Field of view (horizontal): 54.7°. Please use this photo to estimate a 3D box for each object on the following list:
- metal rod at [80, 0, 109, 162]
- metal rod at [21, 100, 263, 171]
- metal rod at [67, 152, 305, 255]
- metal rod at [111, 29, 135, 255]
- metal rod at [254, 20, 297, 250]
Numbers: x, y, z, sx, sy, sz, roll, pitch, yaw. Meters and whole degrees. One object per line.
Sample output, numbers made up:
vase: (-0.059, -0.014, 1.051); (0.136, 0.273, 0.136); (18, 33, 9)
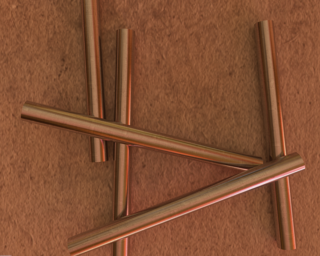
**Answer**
metal rod: (-0.089, -0.105, 0.408); (0.025, 0.025, 0.298); (-3, 90, -1)
metal rod: (-0.014, 0.015, 0.388); (0.302, 0.025, 0.025); (14, 90, -9)
metal rod: (0.032, 0.094, 0.384); (0.301, 0.025, 0.025); (-21, 90, -1)
metal rod: (-0.049, 0.022, 0.409); (0.025, 0.025, 0.298); (1, 90, -1)
metal rod: (0.153, 0.009, 0.412); (0.025, 0.025, 0.298); (-6, 90, -1)
